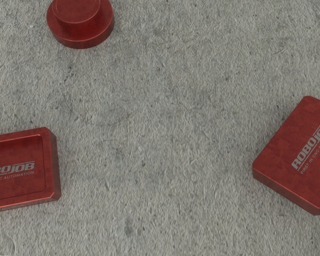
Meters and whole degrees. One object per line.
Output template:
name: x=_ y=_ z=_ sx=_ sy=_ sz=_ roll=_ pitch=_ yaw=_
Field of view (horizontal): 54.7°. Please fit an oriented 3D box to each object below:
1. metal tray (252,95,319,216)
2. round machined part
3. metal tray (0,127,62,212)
metal tray: x=0.188 y=0.029 z=0.383 sx=0.090 sy=0.030 sz=0.130 roll=33 pitch=72 yaw=30
round machined part: x=-0.119 y=-0.170 z=0.460 sx=0.099 sy=0.042 sz=0.098 roll=0 pitch=70 yaw=-1
metal tray: x=-0.195 y=0.055 z=0.382 sx=0.131 sy=0.030 sz=0.090 roll=-10 pitch=70 yaw=-4
